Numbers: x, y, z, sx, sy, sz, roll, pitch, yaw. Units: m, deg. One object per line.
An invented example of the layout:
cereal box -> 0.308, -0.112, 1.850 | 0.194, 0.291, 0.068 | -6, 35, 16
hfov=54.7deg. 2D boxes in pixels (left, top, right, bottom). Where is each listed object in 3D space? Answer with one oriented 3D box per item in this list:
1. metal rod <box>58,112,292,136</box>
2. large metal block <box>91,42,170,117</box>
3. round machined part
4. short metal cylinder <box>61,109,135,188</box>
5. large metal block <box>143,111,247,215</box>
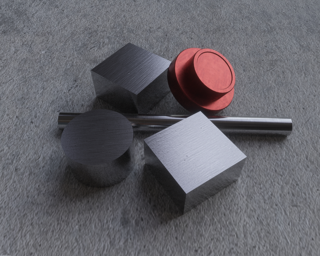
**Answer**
metal rod -> 0.019, -0.005, 0.411 | 0.302, 0.025, 0.025 | 1, 50, 0
large metal block -> -0.037, -0.068, 0.443 | 0.080, 0.050, 0.080 | 30, 56, 22
round machined part -> 0.063, -0.068, 0.421 | 0.099, 0.042, 0.098 | 12, 63, -25
short metal cylinder -> -0.070, 0.024, 0.367 | 0.081, 0.050, 0.080 | 0, 50, 0
large metal block -> 0.037, 0.038, 0.357 | 0.081, 0.050, 0.080 | -27, 55, -21
